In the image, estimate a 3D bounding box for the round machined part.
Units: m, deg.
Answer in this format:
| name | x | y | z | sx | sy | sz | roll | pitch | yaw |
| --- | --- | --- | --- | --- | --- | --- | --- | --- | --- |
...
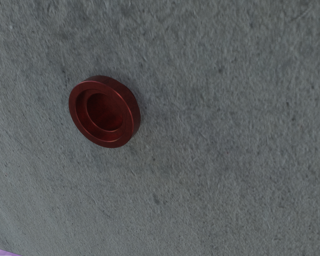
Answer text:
| name | x | y | z | sx | sy | sz | roll | pitch | yaw |
| --- | --- | --- | --- | --- | --- | --- | --- | --- | --- |
| round machined part | -0.069 | -0.025 | 0.415 | 0.098 | 0.042 | 0.097 | 13 | 124 | 20 |
